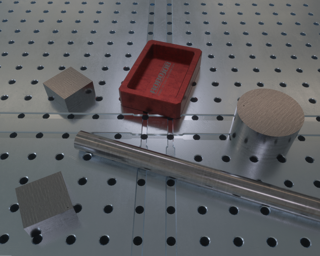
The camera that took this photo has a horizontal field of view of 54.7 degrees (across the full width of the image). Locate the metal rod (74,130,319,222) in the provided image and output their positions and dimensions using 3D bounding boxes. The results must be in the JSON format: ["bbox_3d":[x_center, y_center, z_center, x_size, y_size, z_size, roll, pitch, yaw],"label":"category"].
[{"bbox_3d":[0.040,0.053,0.362,0.301,0.025,0.025,15,52,12],"label":"metal rod"}]

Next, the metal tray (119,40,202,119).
[{"bbox_3d":[0.004,-0.079,0.469,0.090,0.030,0.130,14,51,12],"label":"metal tray"}]

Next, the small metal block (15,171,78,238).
[{"bbox_3d":[-0.123,0.082,0.338,0.050,0.025,0.050,-21,53,-17],"label":"small metal block"}]

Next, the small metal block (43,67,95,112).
[{"bbox_3d":[-0.133,-0.058,0.456,0.050,0.025,0.050,34,58,25],"label":"small metal block"}]

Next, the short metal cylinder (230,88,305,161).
[{"bbox_3d":[0.134,-0.005,0.396,0.080,0.050,0.080,0,50,0],"label":"short metal cylinder"}]
